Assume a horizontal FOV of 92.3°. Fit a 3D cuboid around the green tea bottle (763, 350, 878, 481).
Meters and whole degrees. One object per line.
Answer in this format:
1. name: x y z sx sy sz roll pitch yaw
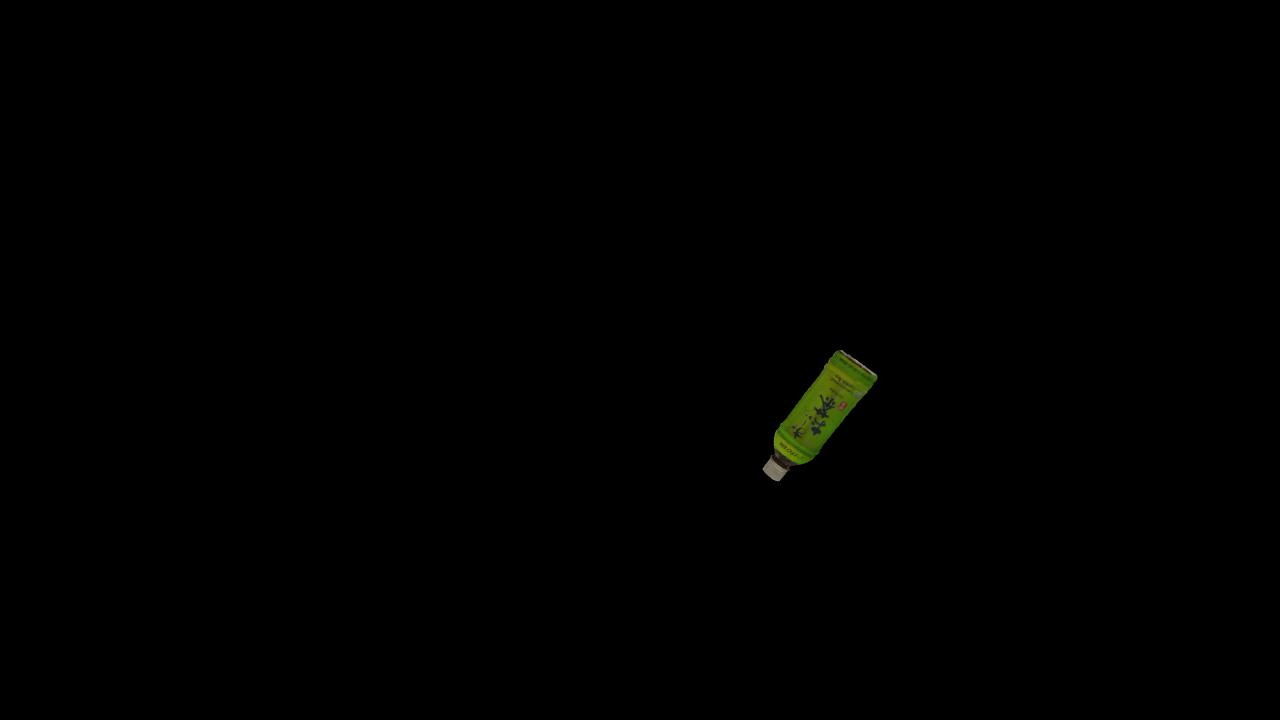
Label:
1. green tea bottle: 0.253 0.087 0.899 0.073 0.212 0.073 32 15 -9
